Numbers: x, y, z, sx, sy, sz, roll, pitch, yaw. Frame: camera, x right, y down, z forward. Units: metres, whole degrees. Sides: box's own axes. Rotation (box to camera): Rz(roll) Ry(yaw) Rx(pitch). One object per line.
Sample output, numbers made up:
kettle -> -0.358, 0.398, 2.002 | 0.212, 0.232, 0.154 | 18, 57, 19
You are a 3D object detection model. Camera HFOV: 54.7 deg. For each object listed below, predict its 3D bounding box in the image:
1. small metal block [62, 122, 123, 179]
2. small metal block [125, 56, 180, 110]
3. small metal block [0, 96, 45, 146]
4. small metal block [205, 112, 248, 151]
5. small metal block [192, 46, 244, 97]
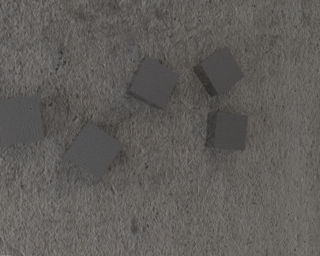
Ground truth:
small metal block -> -0.082, 0.027, 0.379 | 0.050, 0.025, 0.050 | 36, 78, -17
small metal block -> -0.010, -0.058, 0.405 | 0.050, 0.025, 0.050 | 27, 81, -18
small metal block -> -0.160, -0.008, 0.350 | 0.050, 0.025, 0.050 | -9, 93, -20
small metal block -> 0.095, 0.005, 0.444 | 0.050, 0.025, 0.050 | 6, 88, -20
small metal block -> 0.083, -0.080, 0.439 | 0.050, 0.025, 0.050 | -36, 102, -16
